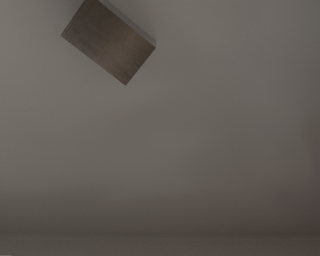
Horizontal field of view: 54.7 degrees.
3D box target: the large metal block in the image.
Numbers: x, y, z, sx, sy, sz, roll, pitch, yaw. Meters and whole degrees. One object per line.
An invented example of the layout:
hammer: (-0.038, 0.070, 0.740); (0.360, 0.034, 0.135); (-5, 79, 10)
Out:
large metal block: (-0.051, -0.099, 0.345); (0.080, 0.080, 0.050); (37, 106, -13)
